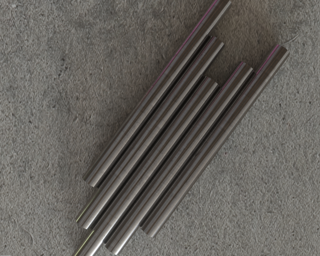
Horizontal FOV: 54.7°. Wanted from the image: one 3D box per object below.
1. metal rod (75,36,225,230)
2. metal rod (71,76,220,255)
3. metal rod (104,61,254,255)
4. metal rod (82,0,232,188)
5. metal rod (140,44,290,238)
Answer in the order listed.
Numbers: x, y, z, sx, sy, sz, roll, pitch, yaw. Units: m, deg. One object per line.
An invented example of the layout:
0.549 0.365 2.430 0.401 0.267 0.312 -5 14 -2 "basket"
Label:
-0.013 0.006 0.411 0.025 0.025 0.299 36 90 -1 "metal rod"
-0.020 0.059 0.411 0.025 0.025 0.299 36 90 -1 "metal rod"
0.026 0.039 0.411 0.025 0.025 0.299 36 90 -1 "metal rod"
-0.004 -0.049 0.411 0.025 0.025 0.299 36 90 -1 "metal rod"
0.073 0.017 0.412 0.025 0.025 0.299 36 90 -1 "metal rod"
